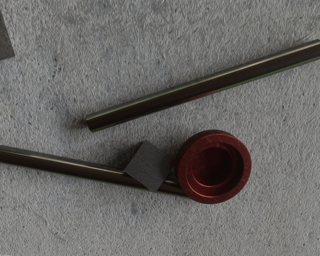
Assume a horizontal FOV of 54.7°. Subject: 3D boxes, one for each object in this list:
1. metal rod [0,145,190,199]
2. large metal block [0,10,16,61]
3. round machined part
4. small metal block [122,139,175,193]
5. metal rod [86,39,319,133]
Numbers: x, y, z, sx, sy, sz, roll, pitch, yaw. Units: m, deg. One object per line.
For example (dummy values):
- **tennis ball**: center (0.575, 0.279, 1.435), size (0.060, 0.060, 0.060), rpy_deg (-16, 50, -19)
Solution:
- **metal rod**: center (-0.070, 0.066, 0.433), size (0.302, 0.025, 0.025), rpy_deg (12, 110, -5)
- **large metal block**: center (-0.227, -0.112, 0.352), size (0.080, 0.050, 0.079), rpy_deg (-9, 110, 3)
- **round machined part**: center (0.067, 0.048, 0.414), size (0.099, 0.042, 0.097), rpy_deg (-3, 106, -9)
- **small metal block**: center (-0.015, 0.051, 0.414), size (0.050, 0.025, 0.050), rpy_deg (36, 77, -5)
- **metal rod**: center (0.051, -0.051, 0.391), size (0.301, 0.025, 0.025), rpy_deg (-18, 109, 6)
